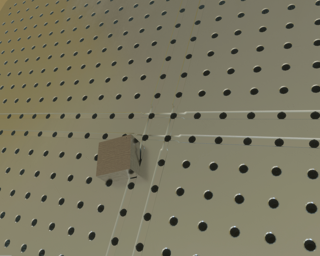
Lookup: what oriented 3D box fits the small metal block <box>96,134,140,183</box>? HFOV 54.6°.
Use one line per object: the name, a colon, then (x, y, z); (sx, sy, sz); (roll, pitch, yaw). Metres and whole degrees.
small metal block: (-0.055, 0.041, 0.413); (0.050, 0.025, 0.050); (-15, 56, 20)
